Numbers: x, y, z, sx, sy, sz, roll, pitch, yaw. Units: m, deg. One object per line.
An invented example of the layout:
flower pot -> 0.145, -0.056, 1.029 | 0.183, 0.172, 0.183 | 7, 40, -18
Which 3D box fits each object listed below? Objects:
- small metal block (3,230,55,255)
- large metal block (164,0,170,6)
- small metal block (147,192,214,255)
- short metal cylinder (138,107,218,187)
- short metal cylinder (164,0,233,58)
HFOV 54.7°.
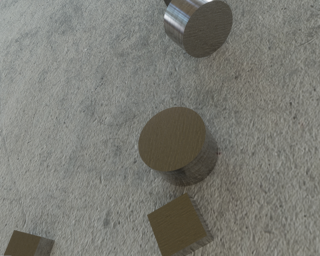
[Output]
small metal block -> -0.169, 0.161, 0.391 | 0.050, 0.025, 0.050 | 1, 62, 28
large metal block -> 0.019, -0.239, 0.504 | 0.050, 0.080, 0.080 | -27, 53, 11
small metal block -> 0.021, 0.105, 0.327 | 0.050, 0.025, 0.050 | -32, 52, 7
short metal cylinder -> 0.022, 0.022, 0.362 | 0.080, 0.050, 0.080 | -13, 56, 20
short metal cylinder -> 0.053, -0.145, 0.429 | 0.080, 0.080, 0.050 | -40, 51, 1
